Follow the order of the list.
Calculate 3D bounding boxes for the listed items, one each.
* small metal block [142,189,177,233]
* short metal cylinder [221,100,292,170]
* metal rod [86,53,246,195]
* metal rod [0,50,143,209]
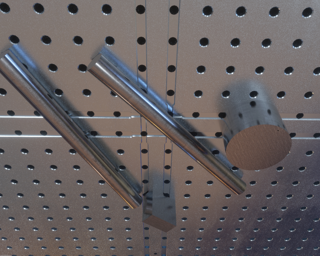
[{"bbox_3d":[-0.001,0.137,0.512,0.050,0.050,0.025,33,123,-25],"label":"small metal block"},{"bbox_3d":[0.123,0.010,0.405,0.081,0.050,0.079,0,130,0],"label":"short metal cylinder"},{"bbox_3d":[0.026,0.010,0.420,0.025,0.025,0.301,-34,123,25],"label":"metal rod"},{"bbox_3d":[-0.108,0.022,0.429,0.025,0.025,0.299,-21,127,17],"label":"metal rod"}]
